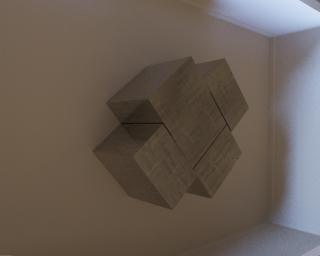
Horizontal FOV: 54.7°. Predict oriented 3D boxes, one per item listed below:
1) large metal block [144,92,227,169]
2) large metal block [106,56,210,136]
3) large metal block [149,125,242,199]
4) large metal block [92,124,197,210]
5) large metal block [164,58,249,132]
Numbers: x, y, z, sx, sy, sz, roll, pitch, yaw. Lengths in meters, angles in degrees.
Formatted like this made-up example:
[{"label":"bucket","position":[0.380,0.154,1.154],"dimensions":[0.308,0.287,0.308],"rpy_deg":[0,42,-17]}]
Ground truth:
[{"label":"large metal block","position":[0.022,0.002,0.391],"dimensions":[0.080,0.080,0.050],"rpy_deg":[-48,119,-30]},{"label":"large metal block","position":[-0.002,-0.037,0.369],"dimensions":[0.080,0.080,0.050],"rpy_deg":[-48,119,-30]},{"label":"large metal block","position":[0.048,0.040,0.412],"dimensions":[0.080,0.080,0.050],"rpy_deg":[-48,119,-30]},{"label":"large metal block","position":[-0.018,0.041,0.357],"dimensions":[0.050,0.080,0.080],"rpy_deg":[-49,119,-29]},{"label":"large metal block","position":[0.061,-0.042,0.423],"dimensions":[0.050,0.080,0.080],"rpy_deg":[-49,119,-29]}]
